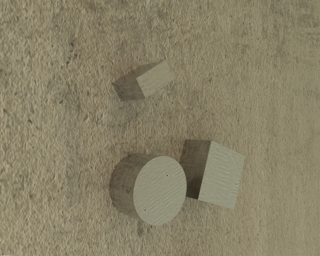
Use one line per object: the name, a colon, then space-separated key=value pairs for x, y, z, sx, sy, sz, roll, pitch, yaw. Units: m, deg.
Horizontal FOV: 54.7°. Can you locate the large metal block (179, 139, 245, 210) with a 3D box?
large metal block: x=0.072 y=0.067 z=0.449 sx=0.080 sy=0.050 sz=0.080 roll=24 pitch=75 yaw=-38

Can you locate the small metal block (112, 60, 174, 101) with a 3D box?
small metal block: x=-0.020 y=-0.056 z=0.371 sx=0.050 sy=0.050 sz=0.025 roll=-39 pitch=114 yaw=-33

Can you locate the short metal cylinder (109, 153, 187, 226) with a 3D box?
short metal cylinder: x=-0.014 y=0.072 z=0.377 sx=0.081 sy=0.050 sz=0.079 roll=0 pitch=90 yaw=-40
